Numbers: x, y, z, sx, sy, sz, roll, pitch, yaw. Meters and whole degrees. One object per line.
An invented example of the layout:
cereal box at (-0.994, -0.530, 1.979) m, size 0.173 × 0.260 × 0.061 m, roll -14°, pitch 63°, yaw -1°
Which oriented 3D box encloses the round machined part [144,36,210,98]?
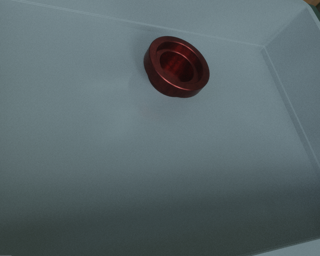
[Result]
round machined part at (0.021, -0.085, 0.460) m, size 0.099 × 0.042 × 0.098 m, roll 14°, pitch 56°, yaw -21°
